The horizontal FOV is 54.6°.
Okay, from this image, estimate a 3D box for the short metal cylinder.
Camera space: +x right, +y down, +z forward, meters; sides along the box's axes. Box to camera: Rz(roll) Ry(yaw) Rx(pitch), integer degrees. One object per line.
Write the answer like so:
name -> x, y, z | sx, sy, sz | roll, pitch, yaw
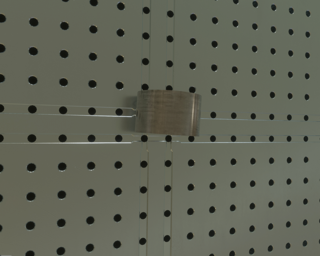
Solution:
short metal cylinder -> 0.010, -0.017, 0.387 | 0.081, 0.080, 0.050 | 4, 89, -20
